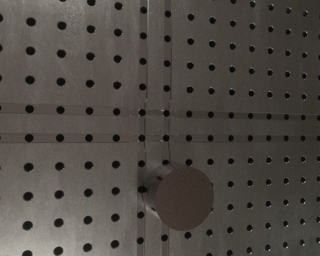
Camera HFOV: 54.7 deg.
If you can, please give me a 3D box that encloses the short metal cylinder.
[{"bbox_3d":[0.023,0.088,0.409,0.081,0.050,0.079,0,90,-21],"label":"short metal cylinder"}]
